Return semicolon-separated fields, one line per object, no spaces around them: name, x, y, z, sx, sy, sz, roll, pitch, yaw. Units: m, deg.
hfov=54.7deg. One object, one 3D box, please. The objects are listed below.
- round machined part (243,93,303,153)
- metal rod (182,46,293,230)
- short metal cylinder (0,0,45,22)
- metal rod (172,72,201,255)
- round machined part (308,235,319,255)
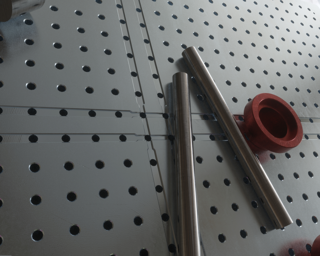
round machined part;0.173;-0.004;0.492;0.099;0.042;0.098;13;56;-20
metal rod;0.107;0.003;0.463;0.025;0.025;0.299;-13;68;-33
short metal cylinder;-0.189;-0.178;0.380;0.080;0.080;0.050;43;51;1
metal rod;0.032;0.051;0.393;0.025;0.025;0.299;13;56;-21
round machined part;0.237;0.189;0.409;0.099;0.042;0.098;14;56;-21
